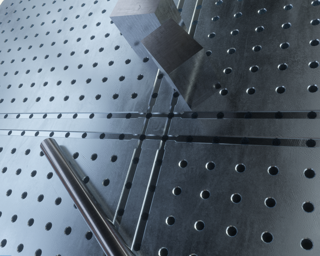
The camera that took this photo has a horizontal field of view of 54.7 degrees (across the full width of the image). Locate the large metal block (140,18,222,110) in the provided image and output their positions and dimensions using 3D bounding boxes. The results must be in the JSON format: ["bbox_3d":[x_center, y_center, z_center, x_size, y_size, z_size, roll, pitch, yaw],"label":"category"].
[{"bbox_3d":[0.028,-0.083,0.408,0.050,0.080,0.080,-37,51,4],"label":"large metal block"}]

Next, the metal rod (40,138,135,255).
[{"bbox_3d":[-0.086,0.104,0.387,0.025,0.025,0.300,-45,51,-4],"label":"metal rod"}]

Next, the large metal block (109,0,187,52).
[{"bbox_3d":[-0.016,-0.164,0.480,0.080,0.080,0.050,8,66,31],"label":"large metal block"}]
